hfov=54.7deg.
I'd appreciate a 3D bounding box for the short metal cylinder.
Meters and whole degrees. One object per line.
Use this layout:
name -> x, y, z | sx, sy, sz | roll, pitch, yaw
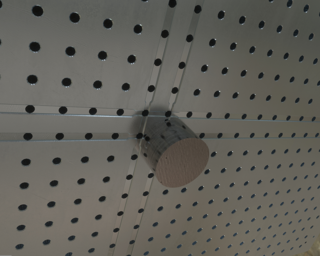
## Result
short metal cylinder -> 0.021, 0.035, 0.430 | 0.081, 0.050, 0.079 | -14, 125, -21
